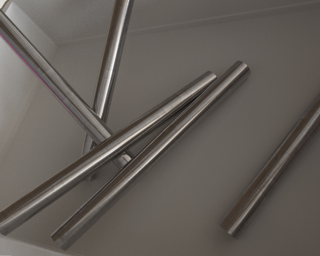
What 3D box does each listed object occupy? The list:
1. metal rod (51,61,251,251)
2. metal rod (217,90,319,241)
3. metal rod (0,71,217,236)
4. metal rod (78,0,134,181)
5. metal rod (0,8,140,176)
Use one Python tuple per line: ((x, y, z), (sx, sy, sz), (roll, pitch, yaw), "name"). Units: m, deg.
((-0.002, 0.024, 0.367), (0.301, 0.025, 0.025), (-43, 51, -12), "metal rod")
((0.163, -0.011, 0.326), (0.025, 0.025, 0.300), (34, 81, 38), "metal rod")
((-0.048, 0.018, 0.364), (0.301, 0.025, 0.025), (-35, 49, -18), "metal rod")
((-0.069, -0.077, 0.414), (0.025, 0.025, 0.298), (15, 93, 34), "metal rod")
((-0.125, -0.047, 0.396), (0.025, 0.025, 0.300), (-43, 85, -1), "metal rod")
